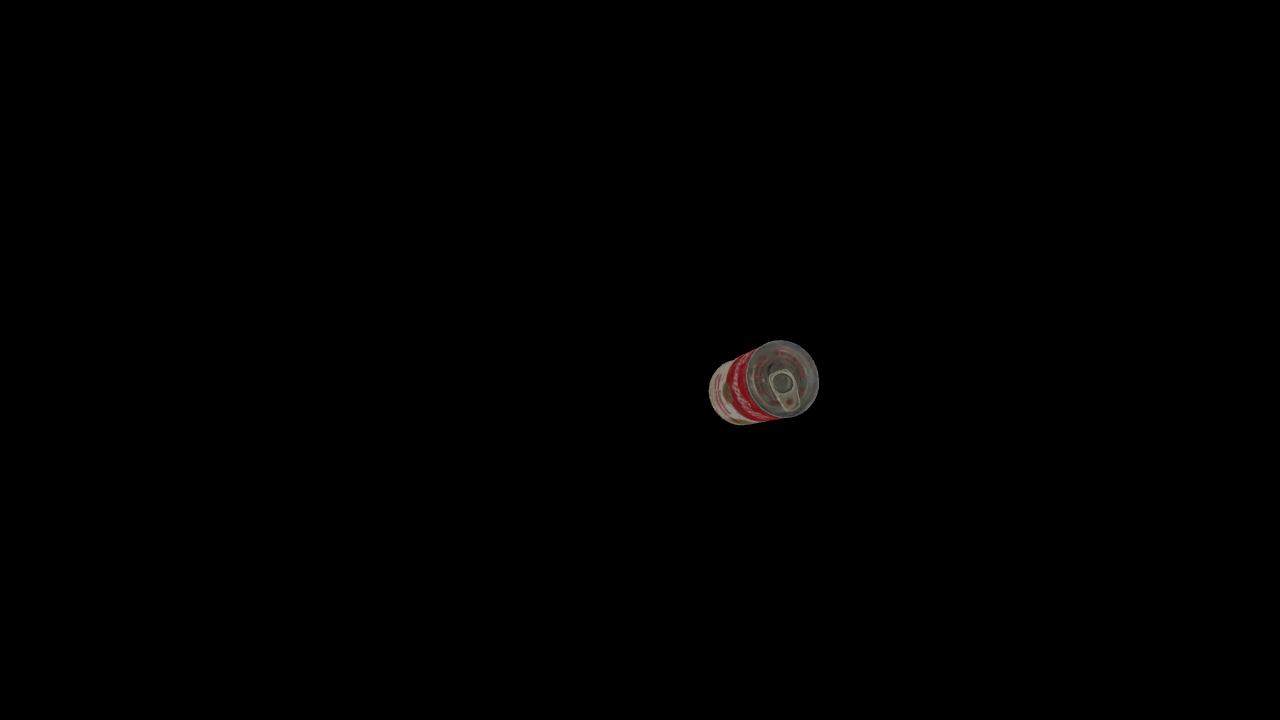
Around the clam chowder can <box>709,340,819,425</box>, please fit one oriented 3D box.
[{"bbox_3d":[0.111,0.024,0.571,0.068,0.068,0.102,0,-10,-13],"label":"clam chowder can"}]
